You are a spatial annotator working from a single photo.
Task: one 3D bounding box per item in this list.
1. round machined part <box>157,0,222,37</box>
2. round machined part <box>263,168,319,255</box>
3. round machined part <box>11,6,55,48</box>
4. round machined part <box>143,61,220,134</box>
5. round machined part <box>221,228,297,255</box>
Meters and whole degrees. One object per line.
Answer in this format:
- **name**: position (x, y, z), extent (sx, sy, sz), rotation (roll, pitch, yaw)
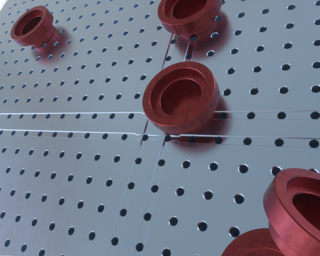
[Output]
- **round machined part**: position (0.049, -0.183, 0.485), extent (0.098, 0.042, 0.098), rotation (-13, 56, 21)
- **round machined part**: position (0.131, 0.081, 0.256), extent (0.098, 0.099, 0.042), rotation (47, 130, 39)
- **round machined part**: position (-0.270, -0.214, 0.673), extent (0.098, 0.042, 0.098), rotation (-13, 56, 21)
- **round machined part**: position (0.030, -0.035, 0.404), extent (0.098, 0.042, 0.098), rotation (-13, 56, 21)
- **round machined part**: position (0.095, 0.135, 0.265), extent (0.098, 0.042, 0.098), rotation (-13, 56, 21)
